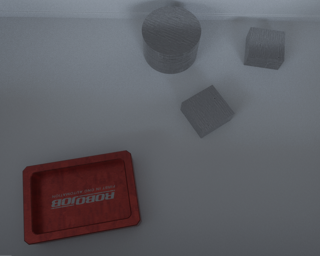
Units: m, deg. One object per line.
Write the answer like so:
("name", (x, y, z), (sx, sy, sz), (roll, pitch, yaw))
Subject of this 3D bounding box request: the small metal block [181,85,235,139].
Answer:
("small metal block", (0.063, -0.022, 0.419), (0.050, 0.025, 0.050), (-31, 73, -11))

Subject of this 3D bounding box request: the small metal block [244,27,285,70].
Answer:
("small metal block", (0.153, -0.117, 0.454), (0.050, 0.025, 0.050), (9, 70, 3))

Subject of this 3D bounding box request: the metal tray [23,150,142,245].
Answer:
("metal tray", (-0.093, 0.083, 0.375), (0.131, 0.030, 0.090), (-9, 70, -4))

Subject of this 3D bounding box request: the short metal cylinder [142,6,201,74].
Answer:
("short metal cylinder", (0.016, -0.125, 0.442), (0.081, 0.050, 0.080), (0, 70, 0))
